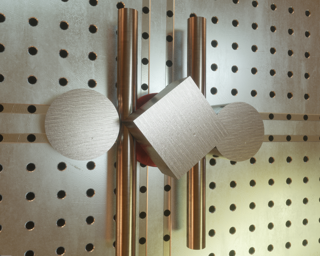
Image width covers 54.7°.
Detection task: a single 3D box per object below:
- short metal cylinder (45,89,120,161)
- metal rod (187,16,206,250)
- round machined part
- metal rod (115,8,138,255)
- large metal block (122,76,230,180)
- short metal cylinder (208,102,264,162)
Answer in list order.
[{"bbox_3d":[-0.093,-0.004,0.365,0.081,0.050,0.080,0,90,-20],"label":"short metal cylinder"},{"bbox_3d":[0.048,0.007,0.408,0.025,0.025,0.298,0,90,-20],"label":"metal rod"},{"bbox_3d":[-0.001,0.003,0.404,0.099,0.042,0.097,0,90,-20],"label":"round machined part"},{"bbox_3d":[-0.040,0.008,0.375,0.025,0.025,0.298,1,90,-20],"label":"metal rod"},{"bbox_3d":[0.017,-0.001,0.355,0.080,0.050,0.080,-40,103,-16],"label":"large metal block"},{"bbox_3d":[0.097,0.005,0.434,0.081,0.050,0.080,0,90,-20],"label":"short metal cylinder"}]
